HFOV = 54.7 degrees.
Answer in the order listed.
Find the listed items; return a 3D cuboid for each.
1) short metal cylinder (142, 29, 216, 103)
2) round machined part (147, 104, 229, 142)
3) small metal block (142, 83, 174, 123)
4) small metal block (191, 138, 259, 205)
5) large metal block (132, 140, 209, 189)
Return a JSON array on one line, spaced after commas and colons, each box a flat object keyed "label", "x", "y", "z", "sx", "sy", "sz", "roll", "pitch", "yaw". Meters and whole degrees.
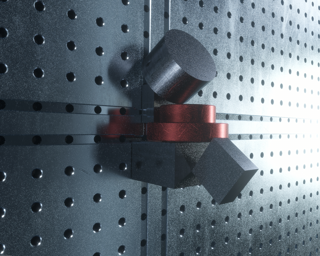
[{"label": "short metal cylinder", "x": 0.024, "y": -0.077, "z": 0.393, "sx": 0.080, "sy": 0.050, "sz": 0.080, "roll": 23, "pitch": 47, "yaw": -27}, {"label": "round machined part", "x": 0.034, "y": -0.006, "z": 0.378, "sx": 0.099, "sy": 0.098, "sz": 0.042, "roll": 1, "pitch": 90, "yaw": -40}, {"label": "small metal block", "x": 0.004, "y": -0.031, "z": 0.413, "sx": 0.050, "sy": 0.025, "sz": 0.050, "roll": 1, "pitch": 90, "yaw": -40}, {"label": "small metal block", "x": 0.068, "y": 0.046, "z": 0.334, "sx": 0.025, "sy": 0.050, "sz": 0.050, "roll": 2, "pitch": 127, "yaw": -41}, {"label": "large metal block", "x": 0.021, "y": 0.042, "z": 0.392, "sx": 0.081, "sy": 0.080, "sz": 0.050, "roll": 1, "pitch": 90, "yaw": -40}]
